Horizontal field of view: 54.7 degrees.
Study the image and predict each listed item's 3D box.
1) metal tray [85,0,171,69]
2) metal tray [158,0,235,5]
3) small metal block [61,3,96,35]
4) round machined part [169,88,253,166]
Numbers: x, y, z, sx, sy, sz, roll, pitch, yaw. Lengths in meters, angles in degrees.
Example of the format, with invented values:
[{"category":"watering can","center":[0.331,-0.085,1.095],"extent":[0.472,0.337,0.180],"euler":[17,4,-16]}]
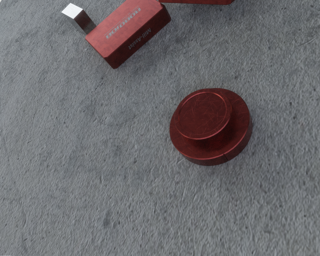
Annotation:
[{"category":"metal tray","center":[-0.057,-0.171,0.534],"extent":[0.130,0.030,0.090],"euler":[-42,51,-1]},{"category":"metal tray","center":[0.069,-0.225,0.481],"extent":[0.130,0.030,0.090],"euler":[18,50,34]},{"category":"small metal block","center":[-0.152,-0.205,0.591],"extent":[0.025,0.050,0.050],"euler":[-49,52,-6]},{"category":"round machined part","center":[0.056,-0.008,0.368],"extent":[0.098,0.042,0.098],"euler":[-13,56,20]}]
